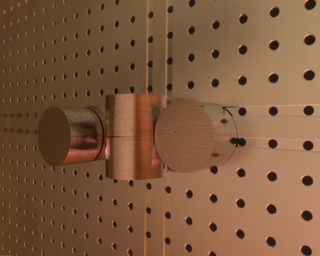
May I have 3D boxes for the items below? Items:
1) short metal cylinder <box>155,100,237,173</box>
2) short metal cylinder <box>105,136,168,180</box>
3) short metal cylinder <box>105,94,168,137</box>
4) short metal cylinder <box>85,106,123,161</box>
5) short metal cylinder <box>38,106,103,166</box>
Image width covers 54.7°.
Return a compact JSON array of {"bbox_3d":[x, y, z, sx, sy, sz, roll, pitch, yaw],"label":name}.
[{"bbox_3d":[0.041,0.009,0.359,0.080,0.050,0.079,0,90,39],"label":"short metal cylinder"},{"bbox_3d":[-0.030,0.036,0.398,0.080,0.081,0.050,-1,89,40],"label":"short metal cylinder"},{"bbox_3d":[-0.030,-0.016,0.399,0.080,0.081,0.050,1,92,40],"label":"short metal cylinder"},{"bbox_3d":[-0.082,0.008,0.461,0.080,0.050,0.079,0,90,39],"label":"short metal cylinder"},{"bbox_3d":[-0.125,0.011,0.429,0.080,0.050,0.079,0,90,40],"label":"short metal cylinder"}]
